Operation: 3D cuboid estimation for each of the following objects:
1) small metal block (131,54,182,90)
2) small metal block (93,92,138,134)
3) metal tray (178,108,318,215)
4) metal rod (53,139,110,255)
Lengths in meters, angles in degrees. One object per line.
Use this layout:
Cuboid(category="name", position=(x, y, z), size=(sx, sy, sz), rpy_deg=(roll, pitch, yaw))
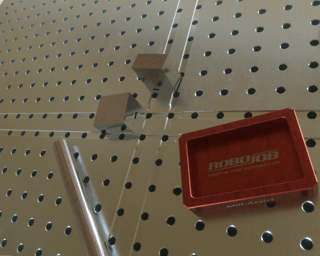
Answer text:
Cuboid(category="small metal block", position=(-0.004, -0.080, 0.442), size=(0.050, 0.050, 0.025), rpy_deg=(9, 67, 32))
Cuboid(category="small metal block", position=(-0.065, -0.022, 0.454), size=(0.050, 0.025, 0.050), rpy_deg=(-6, 59, 24))
Cuboid(category="metal tray", position=(0.088, 0.038, 0.334), size=(0.130, 0.030, 0.090), rpy_deg=(-15, 56, 19))
Cuboid(category="metal rod", position=(-0.085, 0.124, 0.375), size=(0.025, 0.025, 0.300), rpy_deg=(-36, 51, 4))
